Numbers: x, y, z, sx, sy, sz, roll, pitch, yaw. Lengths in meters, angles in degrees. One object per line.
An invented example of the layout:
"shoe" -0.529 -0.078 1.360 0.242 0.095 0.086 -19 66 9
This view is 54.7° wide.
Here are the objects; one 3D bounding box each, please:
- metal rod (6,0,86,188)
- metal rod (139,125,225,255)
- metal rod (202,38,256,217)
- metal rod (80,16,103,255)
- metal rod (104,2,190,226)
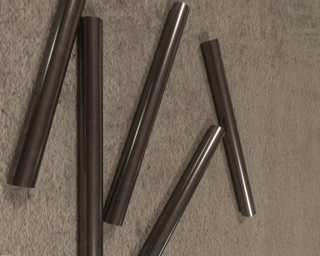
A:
"metal rod" -0.102 -0.089 0.320 0.025 0.025 0.299 20 77 -39
"metal rod" 0.016 0.119 0.420 0.025 0.025 0.300 48 62 -30
"metal rod" 0.115 0.007 0.503 0.025 0.025 0.298 -26 106 -37
"metal rod" -0.076 0.030 0.342 0.025 0.025 0.298 0 90 -40
"metal rod" -0.013 -0.028 0.395 0.025 0.025 0.299 28 73 -37
